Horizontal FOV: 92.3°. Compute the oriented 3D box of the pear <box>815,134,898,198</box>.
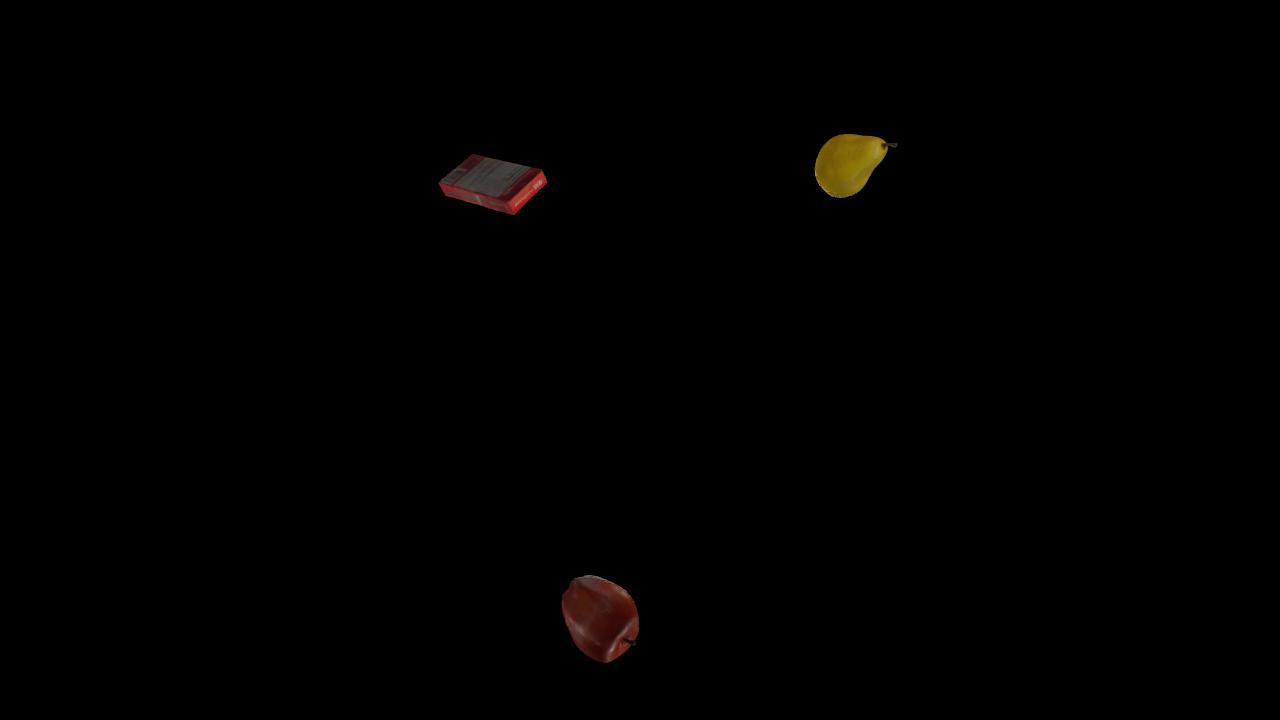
[{"bbox_3d":[0.275,-0.257,0.775,0.080,0.080,0.111,0,-17,-31],"label":"pear"}]

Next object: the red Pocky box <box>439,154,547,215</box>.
[{"bbox_3d":[-0.223,-0.266,0.928,0.155,0.083,0.028,22,-31,30],"label":"red Pocky box"}]

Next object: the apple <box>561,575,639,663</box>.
[{"bbox_3d":[-0.042,0.279,0.668,0.093,0.079,0.079,34,16,26],"label":"apple"}]
